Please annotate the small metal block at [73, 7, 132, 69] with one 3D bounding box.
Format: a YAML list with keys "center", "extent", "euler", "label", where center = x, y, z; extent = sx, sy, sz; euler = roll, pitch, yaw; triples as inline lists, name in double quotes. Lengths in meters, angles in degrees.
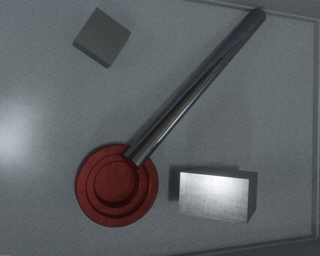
- center: [-0.072, -0.111, 0.384]
  extent: [0.050, 0.025, 0.050]
  euler: [33, 79, -17]
  label: "small metal block"

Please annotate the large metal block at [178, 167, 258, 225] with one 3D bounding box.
- center: [0.077, 0.081, 0.394]
  extent: [0.080, 0.080, 0.050]
  euler: [3, 89, 24]
  label: "large metal block"

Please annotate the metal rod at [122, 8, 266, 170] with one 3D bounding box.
- center: [0.058, -0.065, 0.409]
  extent: [0.025, 0.025, 0.301]
  euler: [47, 66, -14]
  label: "metal rod"

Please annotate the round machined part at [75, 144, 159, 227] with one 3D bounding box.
- center: [-0.055, 0.068, 0.382]
  extent: [0.099, 0.042, 0.097]
  euler: [0, 90, -21]
  label: "round machined part"
